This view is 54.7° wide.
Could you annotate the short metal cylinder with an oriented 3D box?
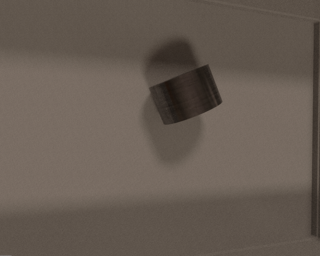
[{"bbox_3d":[0.032,-0.043,0.394,0.081,0.080,0.050,-25,99,-19],"label":"short metal cylinder"}]
